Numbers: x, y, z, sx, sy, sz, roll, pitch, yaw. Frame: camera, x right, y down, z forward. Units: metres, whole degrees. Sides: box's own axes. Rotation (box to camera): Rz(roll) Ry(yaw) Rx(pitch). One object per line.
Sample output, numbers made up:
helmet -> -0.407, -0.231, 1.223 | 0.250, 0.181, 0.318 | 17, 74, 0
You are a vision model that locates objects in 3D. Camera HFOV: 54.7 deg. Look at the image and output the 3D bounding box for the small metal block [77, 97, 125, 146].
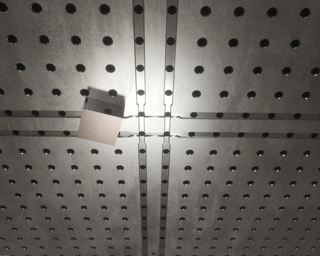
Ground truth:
small metal block -> -0.077, -0.008, 0.404 | 0.050, 0.025, 0.050 | 14, 129, -12
